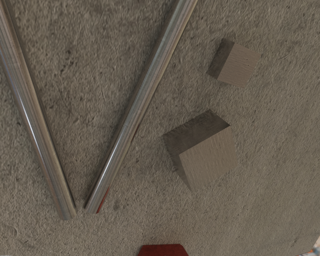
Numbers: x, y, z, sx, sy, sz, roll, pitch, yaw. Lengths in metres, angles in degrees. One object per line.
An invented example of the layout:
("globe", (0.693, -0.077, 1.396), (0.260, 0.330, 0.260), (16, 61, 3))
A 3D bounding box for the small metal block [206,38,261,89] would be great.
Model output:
("small metal block", (0.097, -0.085, 0.410), (0.050, 0.025, 0.050), (11, 113, -33))

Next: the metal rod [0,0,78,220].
("metal rod", (-0.133, -0.011, 0.328), (0.025, 0.025, 0.298), (-18, 126, -18))

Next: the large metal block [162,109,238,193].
("large metal block", (0.059, 0.033, 0.445), (0.080, 0.050, 0.080), (-29, 129, -11))

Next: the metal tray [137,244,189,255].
("metal tray", (0.025, 0.253, 0.511), (0.091, 0.130, 0.030), (13, 112, -34))

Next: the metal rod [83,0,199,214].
("metal rod", (-0.031, -0.019, 0.379), (0.025, 0.025, 0.298), (14, 111, -34))
